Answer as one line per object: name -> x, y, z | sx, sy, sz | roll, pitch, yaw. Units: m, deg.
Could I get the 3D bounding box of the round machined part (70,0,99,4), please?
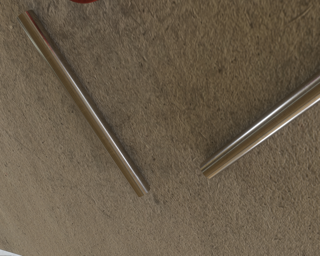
round machined part -> -0.076, -0.184, 0.321 | 0.098, 0.042, 0.097 | 13, 124, 20

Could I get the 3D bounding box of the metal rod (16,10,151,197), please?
metal rod -> -0.101, -0.025, 0.442 | 0.025, 0.025, 0.299 | -21, 108, 35

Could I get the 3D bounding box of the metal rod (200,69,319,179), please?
metal rod -> 0.143, -0.029, 0.313 | 0.025, 0.025, 0.298 | 42, 129, -2
